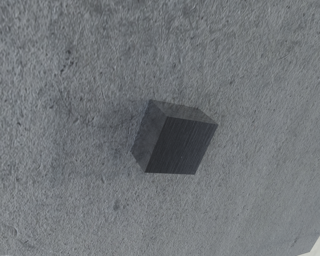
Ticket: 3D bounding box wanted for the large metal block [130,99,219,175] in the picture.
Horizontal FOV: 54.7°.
[{"bbox_3d":[0.018,0.014,0.412,0.081,0.050,0.079,8,114,-32],"label":"large metal block"}]
